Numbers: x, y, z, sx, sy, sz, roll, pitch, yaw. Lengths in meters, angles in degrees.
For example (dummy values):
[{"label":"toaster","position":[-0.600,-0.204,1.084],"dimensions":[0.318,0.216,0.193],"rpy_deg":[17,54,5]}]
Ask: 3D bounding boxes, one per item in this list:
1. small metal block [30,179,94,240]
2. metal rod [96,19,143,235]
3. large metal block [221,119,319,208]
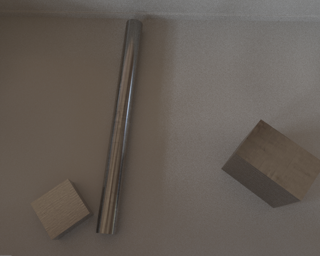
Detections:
[{"label":"small metal block","position":[-0.117,0.098,0.373],"dimensions":[0.050,0.025,0.050],"rpy_deg":[-34,74,-12]},{"label":"metal rod","position":[-0.050,-0.016,0.414],"dimensions":[0.025,0.025,0.299],"rpy_deg":[5,70,1]},{"label":"large metal block","position":[0.127,0.045,0.365],"dimensions":[0.080,0.080,0.050],"rpy_deg":[37,74,12]}]
